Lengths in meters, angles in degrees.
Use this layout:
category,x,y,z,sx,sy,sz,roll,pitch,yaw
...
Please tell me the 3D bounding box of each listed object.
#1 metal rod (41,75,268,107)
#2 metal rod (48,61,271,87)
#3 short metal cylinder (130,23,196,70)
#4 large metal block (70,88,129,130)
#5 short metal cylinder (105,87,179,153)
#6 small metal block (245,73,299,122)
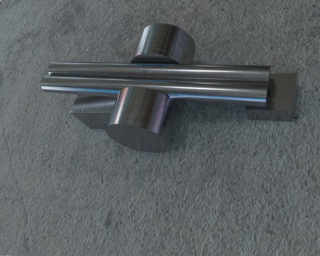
category,x,y,z,sx,sy,sz,roll,pitch,yaw
metal rod,-0.023,-0.049,0.390,0.301,0.025,0.025,6,64,22
metal rod,-0.017,-0.071,0.400,0.301,0.025,0.025,6,64,22
short metal cylinder,0.005,-0.096,0.426,0.080,0.080,0.050,2,63,29
large metal block,-0.072,-0.044,0.454,0.080,0.050,0.080,2,63,29
short metal cylinder,-0.021,-0.008,0.386,0.080,0.080,0.050,2,63,29
small metal block,0.131,-0.035,0.359,0.050,0.025,0.050,3,63,30
